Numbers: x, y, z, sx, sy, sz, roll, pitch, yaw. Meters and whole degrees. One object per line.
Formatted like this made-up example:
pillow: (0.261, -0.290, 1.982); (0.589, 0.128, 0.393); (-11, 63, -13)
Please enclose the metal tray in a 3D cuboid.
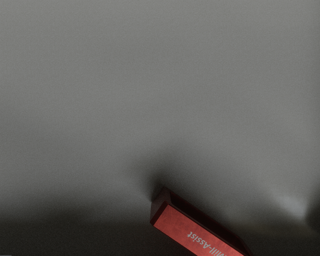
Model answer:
metal tray: (0.050, 0.127, 0.379); (0.130, 0.090, 0.030); (34, 90, -1)
